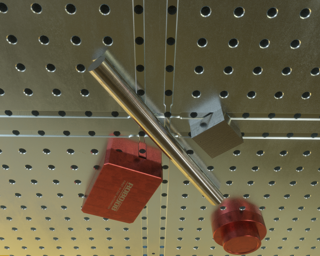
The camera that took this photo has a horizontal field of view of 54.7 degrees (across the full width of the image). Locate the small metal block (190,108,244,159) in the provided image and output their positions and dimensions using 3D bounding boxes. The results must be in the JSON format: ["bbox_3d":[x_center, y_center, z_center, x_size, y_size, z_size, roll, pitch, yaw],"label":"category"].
[{"bbox_3d":[0.077,0.008,0.420,0.050,0.025,0.050,-32,124,23],"label":"small metal block"}]

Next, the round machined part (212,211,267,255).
[{"bbox_3d":[0.148,0.199,0.572,0.099,0.042,0.097,-1,130,0],"label":"round machined part"}]

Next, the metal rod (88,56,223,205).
[{"bbox_3d":[0.011,0.022,0.430,0.025,0.025,0.300,-27,126,20],"label":"metal rod"}]

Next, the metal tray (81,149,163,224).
[{"bbox_3d":[-0.062,0.097,0.490,0.091,0.030,0.129,19,128,-16],"label":"metal tray"}]
